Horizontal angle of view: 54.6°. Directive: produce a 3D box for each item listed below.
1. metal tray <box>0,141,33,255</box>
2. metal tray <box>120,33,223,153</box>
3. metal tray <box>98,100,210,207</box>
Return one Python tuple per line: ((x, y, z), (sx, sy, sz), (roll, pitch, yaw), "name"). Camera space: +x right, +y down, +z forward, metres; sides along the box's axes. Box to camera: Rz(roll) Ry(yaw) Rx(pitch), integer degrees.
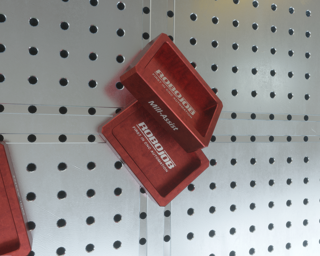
((-0.201, 0.087, 0.335), (0.091, 0.030, 0.129), (-14, 95, -20), "metal tray")
((0.021, -0.044, 0.389), (0.130, 0.030, 0.090), (47, 45, -19), "metal tray")
((-0.006, 0.025, 0.407), (0.090, 0.030, 0.130), (-40, 103, -16), "metal tray")
